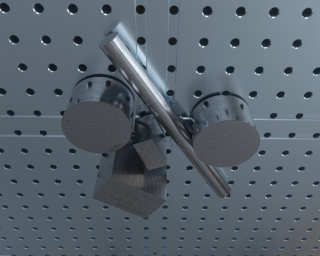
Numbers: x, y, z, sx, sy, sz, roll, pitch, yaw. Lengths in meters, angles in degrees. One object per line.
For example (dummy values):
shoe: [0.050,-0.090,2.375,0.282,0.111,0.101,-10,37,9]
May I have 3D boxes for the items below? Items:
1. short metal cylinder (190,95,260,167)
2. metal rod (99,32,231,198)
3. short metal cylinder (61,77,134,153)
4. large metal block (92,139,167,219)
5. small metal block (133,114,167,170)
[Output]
short metal cylinder: [0.081,0.005,0.395,0.081,0.050,0.079,0,130,0]
metal rod: [0.024,0.003,0.410,0.025,0.025,0.300,-25,126,20]
short metal cylinder: [-0.073,-0.015,0.377,0.081,0.050,0.079,0,130,0]
large metal block: [-0.038,0.065,0.425,0.080,0.080,0.050,28,125,-21]
small metal block: [-0.012,0.018,0.405,0.025,0.050,0.050,-17,128,13]
